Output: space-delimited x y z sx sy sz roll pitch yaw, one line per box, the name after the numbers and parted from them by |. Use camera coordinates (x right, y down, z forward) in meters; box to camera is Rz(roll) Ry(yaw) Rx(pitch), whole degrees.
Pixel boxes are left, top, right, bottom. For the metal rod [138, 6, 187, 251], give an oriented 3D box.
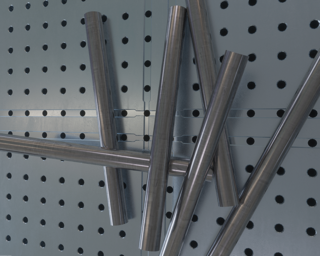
0.006 -0.007 0.382 0.025 0.025 0.299 4 81 20 | metal rod

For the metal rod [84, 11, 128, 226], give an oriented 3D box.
-0.077 -0.015 0.440 0.025 0.025 0.299 -9 87 20 | metal rod

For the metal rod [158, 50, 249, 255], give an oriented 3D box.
0.042 0.059 0.368 0.025 0.025 0.298 22 108 18 | metal rod

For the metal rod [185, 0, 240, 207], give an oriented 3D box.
0.060 -0.056 0.383 0.025 0.025 0.299 -11 83 20 | metal rod

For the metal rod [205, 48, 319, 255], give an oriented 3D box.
0.126 0.048 0.368 0.025 0.025 0.299 29 99 18 | metal rod

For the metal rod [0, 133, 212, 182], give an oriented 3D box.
-0.082 0.037 0.413 0.301 0.025 0.025 7 93 9 | metal rod
